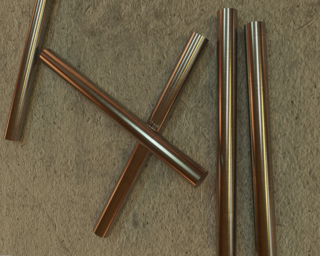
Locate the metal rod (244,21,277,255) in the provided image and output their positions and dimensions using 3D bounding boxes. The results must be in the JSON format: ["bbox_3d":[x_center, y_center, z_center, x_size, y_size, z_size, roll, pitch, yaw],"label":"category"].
[{"bbox_3d":[0.119,0.026,0.366,0.025,0.025,0.298,-3,89,20],"label":"metal rod"}]

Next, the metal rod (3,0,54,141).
[{"bbox_3d":[-0.195,-0.126,0.477,0.025,0.025,0.298,18,96,19],"label":"metal rod"}]

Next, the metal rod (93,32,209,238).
[{"bbox_3d":[-0.016,0.016,0.414,0.025,0.025,0.298,30,100,17],"label":"metal rod"}]

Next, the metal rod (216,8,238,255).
[{"bbox_3d":[0.082,0.007,0.379,0.025,0.025,0.298,0,90,20],"label":"metal rod"}]

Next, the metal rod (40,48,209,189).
[{"bbox_3d":[-0.062,-0.025,0.410,0.300,0.025,0.025,38,102,23],"label":"metal rod"}]
